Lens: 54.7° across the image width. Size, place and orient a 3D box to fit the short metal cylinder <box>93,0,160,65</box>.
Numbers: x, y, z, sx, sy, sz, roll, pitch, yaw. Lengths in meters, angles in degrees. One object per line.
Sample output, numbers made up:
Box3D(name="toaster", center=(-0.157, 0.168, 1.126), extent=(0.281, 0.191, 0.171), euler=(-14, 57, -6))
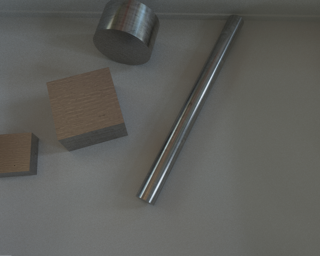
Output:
Box3D(name="short metal cylinder", center=(-0.045, -0.130, 0.428), extent=(0.080, 0.080, 0.050), euler=(13, 71, 4))

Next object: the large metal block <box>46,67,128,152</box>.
Box3D(name="large metal block", center=(-0.093, -0.024, 0.404), extent=(0.081, 0.050, 0.080), euler=(-16, 71, -6))

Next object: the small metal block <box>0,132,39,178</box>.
Box3D(name="small metal block", center=(-0.186, 0.035, 0.395), extent=(0.050, 0.025, 0.050), euler=(-4, 70, -2))

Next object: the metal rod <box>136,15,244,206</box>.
Box3D(name="metal rod", center=(0.048, -0.037, 0.423), extent=(0.025, 0.025, 0.300), euler=(25, 72, 8))
